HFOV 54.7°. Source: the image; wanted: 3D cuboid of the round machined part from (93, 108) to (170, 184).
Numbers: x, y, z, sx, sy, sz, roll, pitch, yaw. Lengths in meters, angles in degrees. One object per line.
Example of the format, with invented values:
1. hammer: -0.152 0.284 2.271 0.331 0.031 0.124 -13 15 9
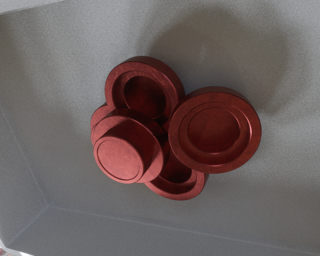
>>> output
1. round machined part: -0.041 0.029 0.377 0.098 0.042 0.097 13 124 20

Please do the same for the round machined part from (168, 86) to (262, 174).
1. round machined part: 0.060 -0.001 0.349 0.099 0.042 0.097 2 114 4

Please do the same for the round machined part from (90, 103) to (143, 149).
1. round machined part: -0.056 0.012 0.428 0.098 0.042 0.097 13 124 20

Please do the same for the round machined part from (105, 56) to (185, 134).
1. round machined part: -0.014 -0.040 0.377 0.098 0.042 0.097 13 124 20

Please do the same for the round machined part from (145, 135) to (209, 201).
1. round machined part: 0.019 0.045 0.412 0.098 0.042 0.097 13 124 20
